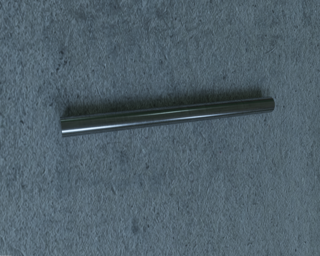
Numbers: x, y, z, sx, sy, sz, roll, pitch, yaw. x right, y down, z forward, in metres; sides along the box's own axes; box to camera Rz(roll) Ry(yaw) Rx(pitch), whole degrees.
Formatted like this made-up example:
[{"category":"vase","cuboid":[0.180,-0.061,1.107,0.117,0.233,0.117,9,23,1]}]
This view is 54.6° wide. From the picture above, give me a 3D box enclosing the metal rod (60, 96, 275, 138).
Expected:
[{"category":"metal rod","cuboid":[0.024,-0.018,0.417,0.302,0.025,0.025,-7,93,-20]}]
